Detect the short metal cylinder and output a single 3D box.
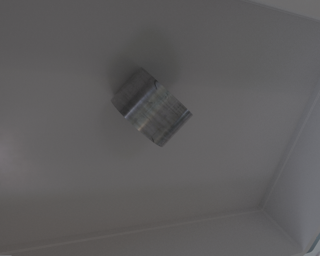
[{"bbox_3d":[-0.009,-0.024,0.353,0.050,0.080,0.080,-47,129,5],"label":"short metal cylinder"}]
